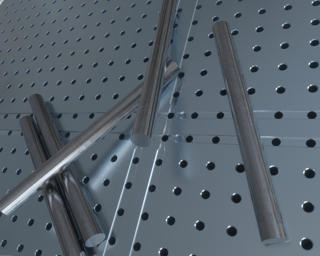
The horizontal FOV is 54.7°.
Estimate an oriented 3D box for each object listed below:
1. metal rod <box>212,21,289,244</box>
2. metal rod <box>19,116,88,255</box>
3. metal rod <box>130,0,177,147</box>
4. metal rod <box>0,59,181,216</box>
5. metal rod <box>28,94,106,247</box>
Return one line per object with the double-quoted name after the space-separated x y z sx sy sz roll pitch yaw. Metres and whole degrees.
0.098 -0.021 0.368 0.025 0.025 0.299 -17 55 18 "metal rod"
-0.156 0.080 0.438 0.025 0.025 0.300 -40 51 1 "metal rod"
-0.001 -0.101 0.437 0.025 0.025 0.300 -10 47 22 "metal rod"
-0.090 0.007 0.426 0.301 0.025 0.025 -41 51 -10 "metal rod"
-0.149 0.041 0.458 0.025 0.025 0.300 -39 51 1 "metal rod"
